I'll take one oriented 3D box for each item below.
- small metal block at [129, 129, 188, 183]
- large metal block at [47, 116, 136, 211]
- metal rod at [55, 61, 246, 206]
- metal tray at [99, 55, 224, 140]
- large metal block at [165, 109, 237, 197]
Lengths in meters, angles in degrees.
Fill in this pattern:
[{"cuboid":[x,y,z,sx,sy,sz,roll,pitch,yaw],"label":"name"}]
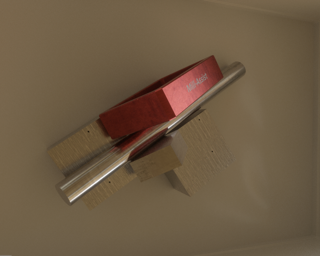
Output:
[{"cuboid":[0.000,0.030,0.345,0.050,0.050,0.025,-25,101,19],"label":"small metal block"},{"cuboid":[-0.075,0.036,0.367,0.080,0.050,0.080,-35,102,-17],"label":"large metal block"},{"cuboid":[0.011,-0.011,0.375,0.302,0.025,0.025,-36,102,-32],"label":"metal rod"},{"cuboid":[0.006,-0.037,0.349,0.131,0.090,0.030,-40,107,-49],"label":"metal tray"},{"cuboid":[0.040,0.031,0.412,0.080,0.050,0.080,-35,102,-17],"label":"large metal block"}]
